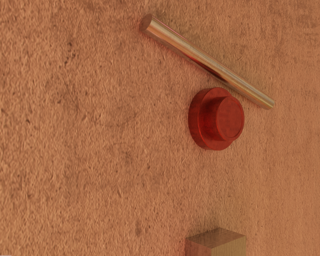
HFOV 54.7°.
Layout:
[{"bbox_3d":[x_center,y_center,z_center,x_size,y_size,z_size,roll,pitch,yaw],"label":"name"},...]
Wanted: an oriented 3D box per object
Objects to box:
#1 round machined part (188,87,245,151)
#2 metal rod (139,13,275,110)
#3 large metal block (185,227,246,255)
[{"bbox_3d":[0.092,-0.014,0.474,0.099,0.042,0.097,0,90,-40],"label":"round machined part"},{"bbox_3d":[0.092,-0.089,0.484,0.302,0.025,0.025,22,76,-38],"label":"metal rod"},{"bbox_3d":[0.083,0.202,0.462,0.081,0.050,0.079,0,90,-40],"label":"large metal block"}]
